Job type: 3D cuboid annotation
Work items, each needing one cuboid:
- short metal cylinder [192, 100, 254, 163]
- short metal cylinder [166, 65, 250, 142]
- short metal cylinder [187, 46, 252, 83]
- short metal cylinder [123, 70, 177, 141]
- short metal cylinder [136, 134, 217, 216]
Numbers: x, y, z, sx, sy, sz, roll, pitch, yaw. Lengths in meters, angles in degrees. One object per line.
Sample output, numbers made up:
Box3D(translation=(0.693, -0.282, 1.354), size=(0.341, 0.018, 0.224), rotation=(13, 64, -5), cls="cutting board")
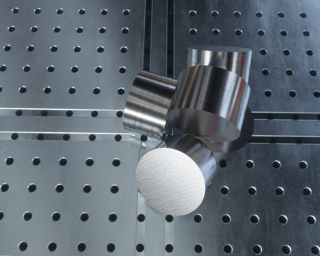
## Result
Box3D(translation=(0.074, 0.001, 0.398), size=(0.081, 0.050, 0.080), rotation=(0, 69, 0), cls="short metal cylinder")
Box3D(translation=(0.053, -0.024, 0.338), size=(0.080, 0.080, 0.050), rotation=(16, 71, 6), cls="short metal cylinder")
Box3D(translation=(0.076, -0.078, 0.404), size=(0.080, 0.080, 0.050), rotation=(2, 110, 1), cls="short metal cylinder")
Box3D(translation=(-0.008, -0.029, 0.393), size=(0.050, 0.080, 0.080), rotation=(18, 71, 6), cls="short metal cylinder")
Box3D(translation=(0.020, 0.052, 0.357), size=(0.080, 0.050, 0.079), rotation=(7, 108, 22), cls="short metal cylinder")
